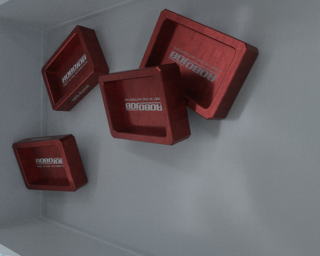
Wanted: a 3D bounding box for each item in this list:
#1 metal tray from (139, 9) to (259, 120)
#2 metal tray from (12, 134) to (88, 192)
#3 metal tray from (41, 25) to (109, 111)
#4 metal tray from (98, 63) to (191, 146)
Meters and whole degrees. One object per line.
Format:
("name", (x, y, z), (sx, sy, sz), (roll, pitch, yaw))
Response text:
("metal tray", (0.039, -0.078, 0.371), (0.130, 0.030, 0.089), (37, 113, 33))
("metal tray", (-0.192, 0.061, 0.535), (0.130, 0.030, 0.089), (-5, 104, 32))
("metal tray", (-0.148, -0.097, 0.525), (0.130, 0.030, 0.090), (-34, 69, 34))
("metal tray", (-0.024, -0.030, 0.394), (0.130, 0.030, 0.089), (4, 109, 49))
